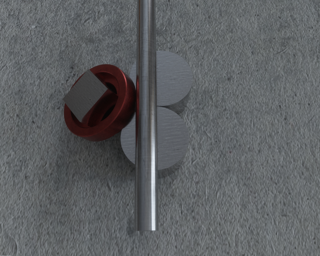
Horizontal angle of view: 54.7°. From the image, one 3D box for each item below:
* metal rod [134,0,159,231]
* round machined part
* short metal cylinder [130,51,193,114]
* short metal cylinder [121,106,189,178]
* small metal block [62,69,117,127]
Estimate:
[{"bbox_3d":[-0.016,-0.035,0.369,0.025,0.025,0.299,-1,70,0],"label":"metal rod"},{"bbox_3d":[-0.071,-0.028,0.396,0.098,0.042,0.098,-12,64,26],"label":"round machined part"},{"bbox_3d":[0.001,-0.056,0.417,0.081,0.050,0.080,0,70,0],"label":"short metal cylinder"},{"bbox_3d":[-0.006,0.019,0.388,0.081,0.050,0.080,0,69,0],"label":"short metal cylinder"},{"bbox_3d":[-0.084,-0.036,0.379,0.050,0.025,0.050,-48,54,4],"label":"small metal block"}]
